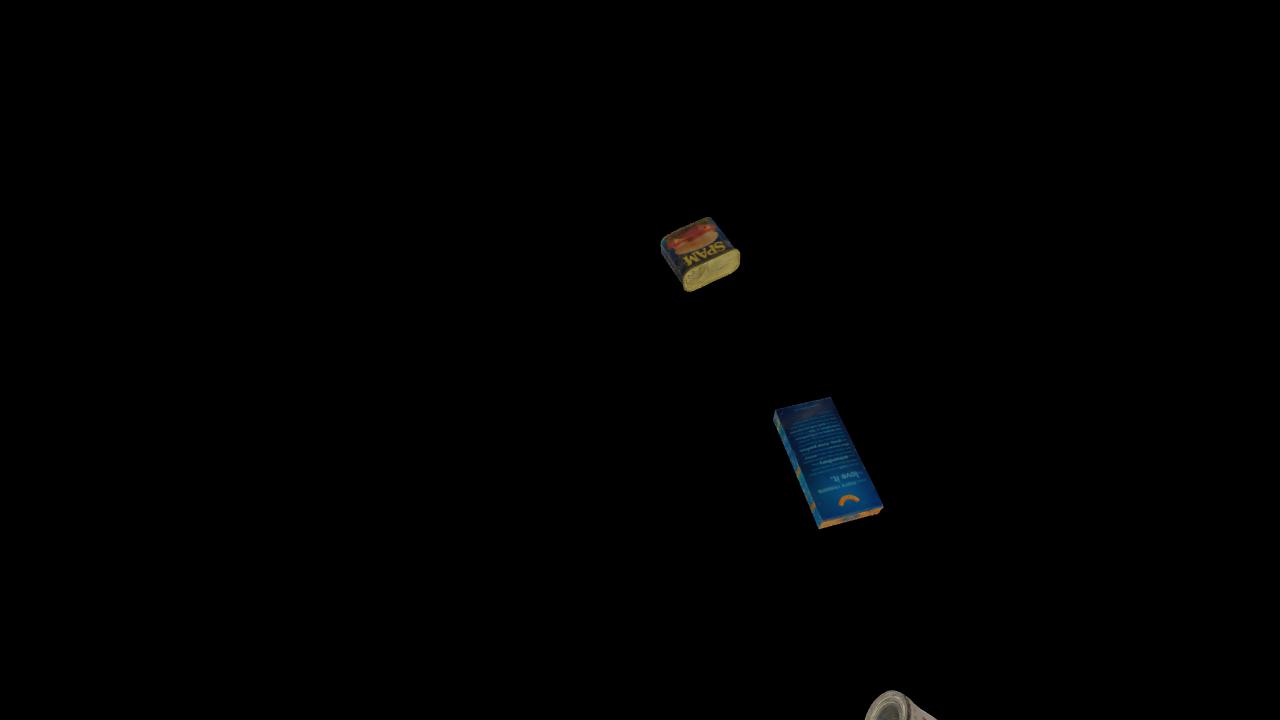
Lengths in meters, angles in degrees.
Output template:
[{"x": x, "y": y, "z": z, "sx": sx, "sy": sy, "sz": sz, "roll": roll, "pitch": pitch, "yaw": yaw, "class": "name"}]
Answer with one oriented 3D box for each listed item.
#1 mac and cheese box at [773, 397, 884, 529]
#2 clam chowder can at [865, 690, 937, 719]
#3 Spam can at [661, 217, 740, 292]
[{"x": 0.273, "y": 0.148, "z": 0.909, "sx": 0.093, "sy": 0.184, "sz": 0.041, "roll": -12, "pitch": -34, "yaw": -5, "class": "mac and cheese box"}, {"x": 0.297, "y": 0.408, "z": 0.647, "sx": 0.102, "sy": 0.068, "sz": 0.068, "roll": 37, "pitch": 0, "yaw": 0, "class": "clam chowder can"}, {"x": 0.094, "y": -0.169, "z": 0.978, "sx": 0.101, "sy": 0.085, "sz": 0.058, "roll": -25, "pitch": -30, "yaw": -9, "class": "Spam can"}]
